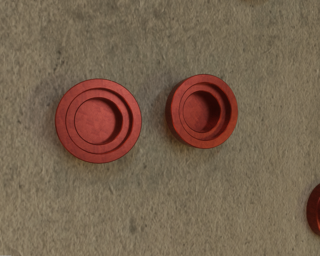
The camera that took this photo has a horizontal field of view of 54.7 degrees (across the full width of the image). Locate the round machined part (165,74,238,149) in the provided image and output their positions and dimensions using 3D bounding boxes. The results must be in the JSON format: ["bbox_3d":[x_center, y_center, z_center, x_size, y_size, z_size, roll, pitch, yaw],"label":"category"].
[{"bbox_3d":[0.053,-0.022,0.421,0.099,0.042,0.097,0,90,-21],"label":"round machined part"}]

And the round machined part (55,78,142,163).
[{"bbox_3d":[-0.075,-0.008,0.373,0.099,0.042,0.097,0,90,-21],"label":"round machined part"}]

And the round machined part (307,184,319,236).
[{"bbox_3d":[0.297,0.139,0.512,0.099,0.042,0.097,0,90,-21],"label":"round machined part"}]
